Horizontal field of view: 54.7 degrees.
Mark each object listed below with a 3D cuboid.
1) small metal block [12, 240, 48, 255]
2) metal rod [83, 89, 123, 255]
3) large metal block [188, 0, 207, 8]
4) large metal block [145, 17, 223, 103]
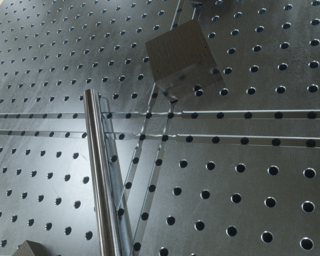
[{"bbox_3d":[-0.165,0.178,0.384,0.050,0.025,0.050,34,81,38],"label":"small metal block"},{"bbox_3d":[-0.077,0.062,0.408,0.025,0.025,0.299,-25,53,12],"label":"metal rod"},{"bbox_3d":[0.069,-0.260,0.514,0.080,0.050,0.080,-29,52,10],"label":"large metal block"},{"bbox_3d":[0.032,-0.094,0.432,0.080,0.050,0.080,-23,53,14],"label":"large metal block"}]
